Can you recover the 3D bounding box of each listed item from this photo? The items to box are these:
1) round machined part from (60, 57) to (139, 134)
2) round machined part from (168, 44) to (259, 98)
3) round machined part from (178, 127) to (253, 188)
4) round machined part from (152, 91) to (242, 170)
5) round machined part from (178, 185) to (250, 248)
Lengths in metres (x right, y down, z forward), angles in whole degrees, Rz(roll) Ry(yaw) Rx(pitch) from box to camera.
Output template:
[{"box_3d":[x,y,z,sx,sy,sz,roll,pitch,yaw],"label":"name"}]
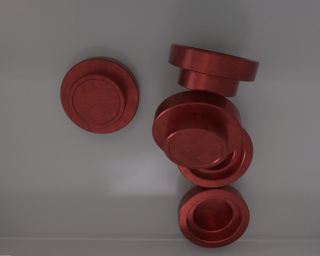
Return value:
[{"box_3d":[-0.076,-0.038,0.388,0.099,0.042,0.097,0,110,0],"label":"round machined part"},{"box_3d":[0.057,-0.064,0.348,0.099,0.098,0.042,11,107,-4],"label":"round machined part"},{"box_3d":[0.069,0.027,0.412,0.099,0.042,0.097,0,110,0],"label":"round machined part"},{"box_3d":[0.040,0.009,0.340,0.099,0.042,0.097,5,137,5],"label":"round machined part"},{"box_3d":[0.075,0.120,0.447,0.099,0.042,0.097,0,110,0],"label":"round machined part"}]
